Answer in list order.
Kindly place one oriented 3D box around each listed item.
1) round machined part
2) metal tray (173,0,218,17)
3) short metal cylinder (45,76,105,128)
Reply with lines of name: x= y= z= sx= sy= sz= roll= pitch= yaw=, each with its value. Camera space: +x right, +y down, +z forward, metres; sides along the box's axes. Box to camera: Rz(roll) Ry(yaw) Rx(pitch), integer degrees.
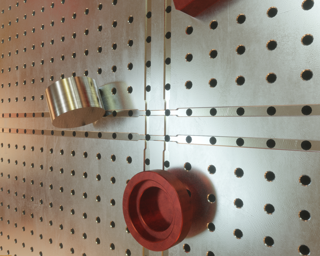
round machined part: x=0.001 y=0.101 z=0.396 sx=0.098 sy=0.042 sz=0.097 roll=0 pitch=90 yaw=39
metal tray: x=0.065 y=-0.201 z=0.351 sx=0.130 sy=0.030 sz=0.090 roll=-24 pitch=75 yaw=37
short metal cylinder: x=-0.130 y=-0.038 z=0.478 sx=0.080 sy=0.081 sz=0.050 roll=-29 pitch=72 yaw=36
